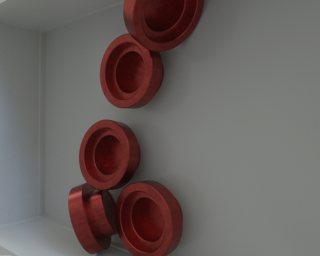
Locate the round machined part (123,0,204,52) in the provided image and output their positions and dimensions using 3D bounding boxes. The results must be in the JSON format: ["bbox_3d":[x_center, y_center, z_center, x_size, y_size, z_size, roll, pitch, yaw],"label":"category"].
[{"bbox_3d":[0.000,-0.142,0.358,0.042,0.099,0.097,46,117,36],"label":"round machined part"}]

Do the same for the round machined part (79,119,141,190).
[{"bbox_3d":[-0.067,0.039,0.443,0.098,0.042,0.097,-6,79,35],"label":"round machined part"}]

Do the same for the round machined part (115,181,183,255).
[{"bbox_3d":[-0.010,0.117,0.402,0.098,0.042,0.097,0,90,39],"label":"round machined part"}]

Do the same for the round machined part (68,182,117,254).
[{"bbox_3d":[-0.088,0.124,0.442,0.042,0.098,0.098,-21,74,1],"label":"round machined part"}]

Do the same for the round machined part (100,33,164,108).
[{"bbox_3d":[-0.034,-0.075,0.422,0.098,0.042,0.097,0,90,39],"label":"round machined part"}]
